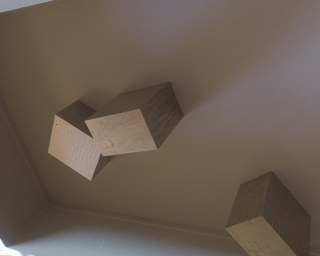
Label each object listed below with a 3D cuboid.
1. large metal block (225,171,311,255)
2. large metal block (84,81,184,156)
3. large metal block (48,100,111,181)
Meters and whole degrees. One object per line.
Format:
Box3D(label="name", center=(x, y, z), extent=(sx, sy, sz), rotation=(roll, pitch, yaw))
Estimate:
Box3D(label="large metal block", center=(0.133, 0.113, 0.373), extent=(0.080, 0.080, 0.050), rotation=(48, 129, -6))
Box3D(label="large metal block", center=(-0.029, -0.012, 0.380), extent=(0.080, 0.080, 0.050), rotation=(-10, 114, 32))
Box3D(label="large metal block", center=(-0.112, 0.018, 0.461), extent=(0.080, 0.050, 0.079), rotation=(32, 128, 7))
